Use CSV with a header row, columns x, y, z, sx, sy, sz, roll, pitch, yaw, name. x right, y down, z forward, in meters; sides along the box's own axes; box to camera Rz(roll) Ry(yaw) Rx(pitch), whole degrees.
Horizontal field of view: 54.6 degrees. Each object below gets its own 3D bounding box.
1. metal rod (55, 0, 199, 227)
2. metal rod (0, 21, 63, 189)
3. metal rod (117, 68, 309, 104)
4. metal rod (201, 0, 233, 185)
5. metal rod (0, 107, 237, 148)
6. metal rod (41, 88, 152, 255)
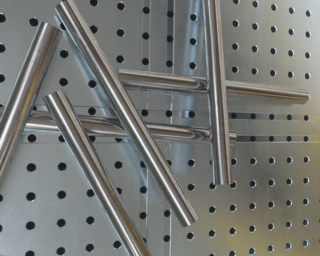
x,y,z,sx,sy,sz,roll,pitch,yaw,name
-0.039,-0.017,0.373,0.025,0.025,0.299,-30,91,-17,metal rod
-0.171,0.032,0.328,0.025,0.025,0.299,22,91,-19,metal rod
0.087,-0.057,0.444,0.302,0.025,0.025,3,89,-20,metal rod
0.074,-0.077,0.414,0.025,0.025,0.299,1,80,-20,metal rod
-0.037,0.002,0.398,0.302,0.025,0.025,6,88,-20,metal rod
-0.057,0.093,0.375,0.025,0.025,0.299,-29,106,-17,metal rod
